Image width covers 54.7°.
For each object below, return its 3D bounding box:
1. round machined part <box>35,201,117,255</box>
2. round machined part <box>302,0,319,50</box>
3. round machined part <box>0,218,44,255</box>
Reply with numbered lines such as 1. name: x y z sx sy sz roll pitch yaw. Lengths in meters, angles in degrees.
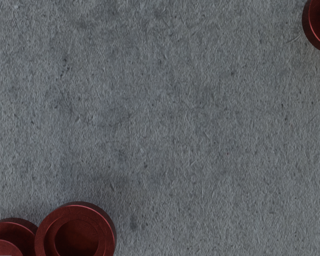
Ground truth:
1. round machined part: -0.105 0.143 0.401 0.099 0.042 0.097 0 90 0
2. round machined part: 0.243 -0.148 0.403 0.099 0.042 0.097 0 90 0
3. round machined part: -0.199 0.170 0.400 0.099 0.042 0.097 0 90 0
